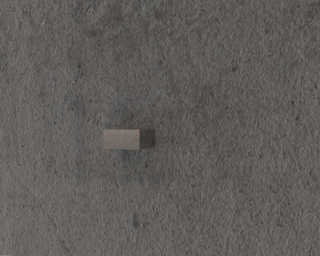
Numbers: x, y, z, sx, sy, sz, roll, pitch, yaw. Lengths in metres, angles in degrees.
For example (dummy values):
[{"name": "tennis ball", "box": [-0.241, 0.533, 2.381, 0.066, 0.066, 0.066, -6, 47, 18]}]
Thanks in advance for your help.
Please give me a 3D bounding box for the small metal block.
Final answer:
[{"name": "small metal block", "box": [-0.040, 0.014, 0.410, 0.050, 0.050, 0.025, 0, 90, 20]}]
